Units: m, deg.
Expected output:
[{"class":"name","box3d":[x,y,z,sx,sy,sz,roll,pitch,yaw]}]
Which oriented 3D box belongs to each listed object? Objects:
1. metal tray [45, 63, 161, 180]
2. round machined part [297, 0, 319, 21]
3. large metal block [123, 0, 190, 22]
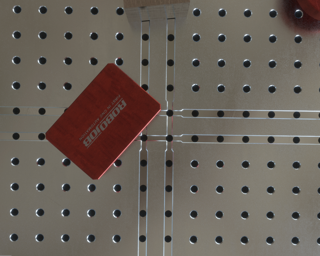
[{"class":"metal tray","box3d":[-0.073,-0.009,0.410,0.090,0.030,0.130,42,90,0]},{"class":"round machined part","box3d":[0.224,-0.187,0.406,0.099,0.042,0.097,0,90,0]},{"class":"large metal block","box3d":[-0.007,-0.189,0.400,0.080,0.050,0.080,-6,90,0]}]
